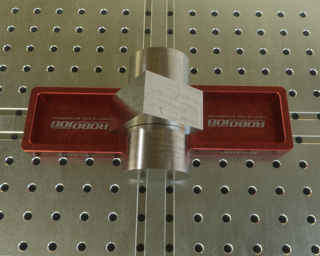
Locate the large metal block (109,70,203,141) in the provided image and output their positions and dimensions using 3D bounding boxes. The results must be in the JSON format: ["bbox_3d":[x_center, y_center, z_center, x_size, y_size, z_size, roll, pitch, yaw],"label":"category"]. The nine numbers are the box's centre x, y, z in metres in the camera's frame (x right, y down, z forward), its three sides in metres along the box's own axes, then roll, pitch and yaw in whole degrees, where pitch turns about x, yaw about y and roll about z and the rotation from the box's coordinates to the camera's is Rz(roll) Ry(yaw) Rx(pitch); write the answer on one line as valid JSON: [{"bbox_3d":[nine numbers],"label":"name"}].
[{"bbox_3d":[-0.005,-0.019,0.374,0.081,0.080,0.050,15,66,-31],"label":"large metal block"}]

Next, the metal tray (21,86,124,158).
[{"bbox_3d":[-0.106,-0.008,0.410,0.131,0.030,0.090,1,70,0],"label":"metal tray"}]

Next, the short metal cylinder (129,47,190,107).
[{"bbox_3d":[-0.001,-0.062,0.405,0.081,0.080,0.050,1,70,0],"label":"short metal cylinder"}]

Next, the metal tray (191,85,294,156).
[{"bbox_3d":[0.102,-0.010,0.413,0.131,0.030,0.090,1,70,0],"label":"metal tray"}]

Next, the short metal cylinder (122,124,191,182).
[{"bbox_3d":[-0.003,0.032,0.370,0.081,0.080,0.050,2,70,0],"label":"short metal cylinder"}]
